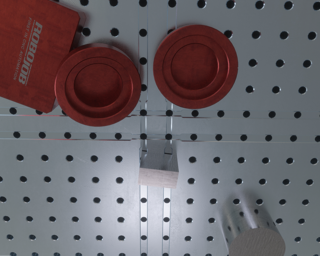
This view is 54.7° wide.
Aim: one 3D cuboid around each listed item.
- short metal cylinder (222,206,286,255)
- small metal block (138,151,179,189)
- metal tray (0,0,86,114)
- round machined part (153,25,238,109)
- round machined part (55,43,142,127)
[{"bbox_3d":[0.138,0.166,0.463,0.081,0.050,0.079,0,110,0],"label":"short metal cylinder"},{"bbox_3d":[-0.002,0.056,0.421,0.050,0.050,0.025,7,110,-3],"label":"small metal block"},{"bbox_3d":[-0.154,-0.093,0.375,0.090,0.030,0.129,21,109,-8],"label":"metal tray"},{"bbox_3d":[0.041,-0.075,0.377,0.099,0.042,0.097,0,110,0],"label":"round machined part"},{"bbox_3d":[-0.075,-0.054,0.375,0.099,0.042,0.097,-8,119,-14],"label":"round machined part"}]
